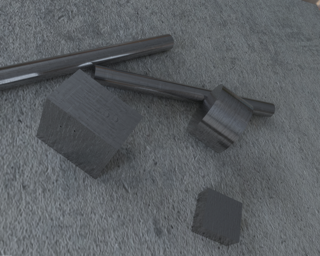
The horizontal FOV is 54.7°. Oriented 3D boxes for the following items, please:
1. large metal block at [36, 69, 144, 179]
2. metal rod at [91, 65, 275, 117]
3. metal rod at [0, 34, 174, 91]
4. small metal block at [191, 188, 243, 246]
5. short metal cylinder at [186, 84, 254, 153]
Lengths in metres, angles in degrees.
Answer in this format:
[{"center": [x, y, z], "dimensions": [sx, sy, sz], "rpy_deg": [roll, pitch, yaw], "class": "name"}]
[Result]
[{"center": [-0.077, -0.001, 0.329], "dimensions": [0.080, 0.080, 0.050], "rpy_deg": [37, 51, -4], "class": "large metal block"}, {"center": [0.050, -0.050, 0.462], "dimensions": [0.302, 0.025, 0.025], "rpy_deg": [8, 58, -24], "class": "metal rod"}, {"center": [-0.097, -0.089, 0.406], "dimensions": [0.302, 0.025, 0.025], "rpy_deg": [-24, 75, -37], "class": "metal rod"}, {"center": [0.070, 0.109, 0.377], "dimensions": [0.050, 0.025, 0.050], "rpy_deg": [26, 52, -12], "class": "small metal block"}, {"center": [0.080, -0.013, 0.422], "dimensions": [0.050, 0.080, 0.080], "rpy_deg": [35, 51, -6], "class": "short metal cylinder"}]
